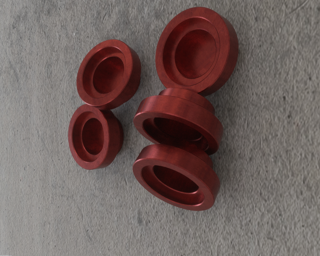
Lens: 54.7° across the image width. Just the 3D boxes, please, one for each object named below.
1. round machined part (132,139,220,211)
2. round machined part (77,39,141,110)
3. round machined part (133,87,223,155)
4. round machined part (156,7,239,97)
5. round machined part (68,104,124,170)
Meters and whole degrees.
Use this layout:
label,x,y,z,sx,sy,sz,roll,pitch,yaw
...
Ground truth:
label,x,y,z,sx,sy,sz,roll,pitch,yaw
round machined part,0.022,0.050,0.354,0.098,0.098,0.042,-3,44,40
round machined part,-0.067,-0.071,0.438,0.098,0.042,0.098,-9,71,28
round machined part,0.023,-0.009,0.348,0.098,0.098,0.042,0,59,40
round machined part,0.045,-0.083,0.355,0.098,0.042,0.097,-2,87,40
round machined part,-0.093,0.012,0.471,0.098,0.042,0.097,1,91,40
